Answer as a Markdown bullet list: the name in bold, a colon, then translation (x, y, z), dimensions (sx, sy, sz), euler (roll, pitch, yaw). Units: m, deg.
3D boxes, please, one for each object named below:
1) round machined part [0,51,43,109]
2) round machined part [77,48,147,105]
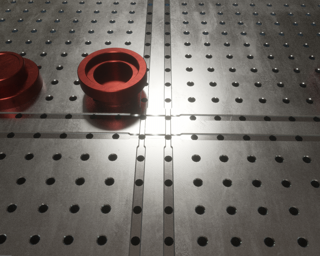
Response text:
- **round machined part**: translation (-0.230, -0.076, 0.458), dimensions (0.099, 0.042, 0.098), euler (0, 50, 0)
- **round machined part**: translation (-0.068, -0.072, 0.456), dimensions (0.099, 0.042, 0.098), euler (0, 50, 0)
